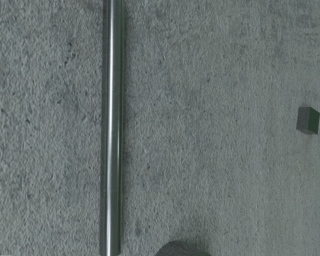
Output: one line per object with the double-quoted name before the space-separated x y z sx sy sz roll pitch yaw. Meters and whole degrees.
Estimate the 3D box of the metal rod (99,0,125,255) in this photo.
"metal rod" -0.056 -0.005 0.359 0.025 0.025 0.298 1 89 -40

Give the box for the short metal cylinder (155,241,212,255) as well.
"short metal cylinder" 0.032 0.200 0.418 0.081 0.050 0.079 0 90 -40

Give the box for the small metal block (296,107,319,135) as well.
"small metal block" 0.328 -0.016 0.684 0.050 0.025 0.050 18 78 -39
